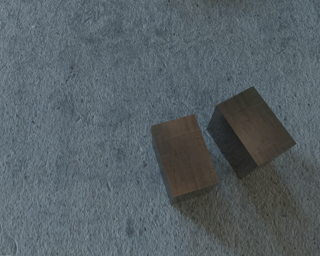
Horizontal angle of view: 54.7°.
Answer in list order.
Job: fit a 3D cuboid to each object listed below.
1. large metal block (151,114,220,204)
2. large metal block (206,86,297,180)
[{"bbox_3d":[0.026,0.040,0.364,0.050,0.080,0.080,-16,71,-6],"label":"large metal block"},{"bbox_3d":[0.105,0.009,0.376,0.050,0.080,0.080,-28,73,-10],"label":"large metal block"}]
